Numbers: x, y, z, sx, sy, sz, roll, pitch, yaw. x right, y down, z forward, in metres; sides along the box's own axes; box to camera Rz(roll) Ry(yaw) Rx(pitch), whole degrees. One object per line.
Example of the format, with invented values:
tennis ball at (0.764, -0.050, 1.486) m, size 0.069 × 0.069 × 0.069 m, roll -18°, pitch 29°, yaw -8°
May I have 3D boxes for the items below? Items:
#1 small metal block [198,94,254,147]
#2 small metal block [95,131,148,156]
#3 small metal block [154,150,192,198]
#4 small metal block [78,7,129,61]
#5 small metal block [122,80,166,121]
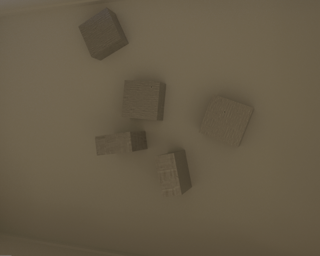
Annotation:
small metal block at (0.082, -0.009, 0.381) m, size 0.050 × 0.025 × 0.050 m, roll 22°, pitch 97°, yaw 18°
small metal block at (-0.051, 0.020, 0.414) m, size 0.050 × 0.050 × 0.025 m, roll -8°, pitch 88°, yaw 19°
small metal block at (0.018, 0.056, 0.390) m, size 0.025 × 0.050 × 0.050 m, roll -12°, pitch 86°, yaw 19°
small metal block at (-0.080, -0.131, 0.437) m, size 0.050 × 0.025 × 0.050 m, roll -26°, pitch 82°, yaw 17°
small metal block at (-0.021, -0.037, 0.417) m, size 0.050 × 0.025 × 0.050 m, roll 6°, pitch 92°, yaw 19°
